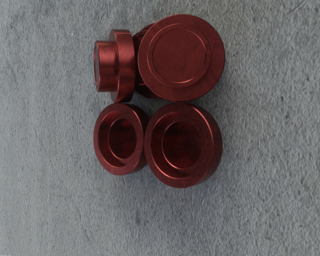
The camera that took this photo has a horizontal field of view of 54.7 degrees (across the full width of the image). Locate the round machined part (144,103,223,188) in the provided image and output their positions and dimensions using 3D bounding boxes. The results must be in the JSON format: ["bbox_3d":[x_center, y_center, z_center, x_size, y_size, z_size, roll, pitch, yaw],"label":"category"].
[{"bbox_3d":[0.031,0.020,0.368,0.098,0.042,0.097,0,90,39],"label":"round machined part"}]

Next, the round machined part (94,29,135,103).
[{"bbox_3d":[-0.064,-0.082,0.415,0.098,0.042,0.097,177,89,-73],"label":"round machined part"}]

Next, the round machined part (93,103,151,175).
[{"bbox_3d":[-0.045,0.015,0.430,0.098,0.042,0.097,0,90,39],"label":"round machined part"}]

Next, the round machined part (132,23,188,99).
[{"bbox_3d":[-0.010,-0.088,0.401,0.098,0.042,0.097,0,90,39],"label":"round machined part"}]

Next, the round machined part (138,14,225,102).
[{"bbox_3d":[0.023,-0.078,0.346,0.099,0.042,0.097,1,95,8],"label":"round machined part"}]
